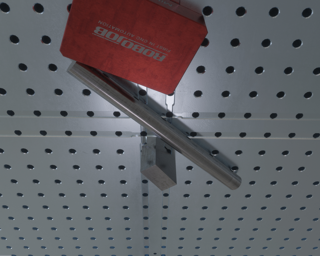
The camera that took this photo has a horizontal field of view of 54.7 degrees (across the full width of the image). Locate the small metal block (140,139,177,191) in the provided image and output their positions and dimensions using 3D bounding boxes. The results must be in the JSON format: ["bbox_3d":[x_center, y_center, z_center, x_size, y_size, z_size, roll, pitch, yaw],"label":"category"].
[{"bbox_3d":[-0.002,0.052,0.440,0.025,0.050,0.050,-29,125,22],"label":"small metal block"}]

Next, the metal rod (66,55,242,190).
[{"bbox_3d":[0.010,0.006,0.417,0.301,0.025,0.025,36,121,-27],"label":"metal rod"}]

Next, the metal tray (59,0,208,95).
[{"bbox_3d":[-0.028,-0.097,0.326,0.131,0.030,0.089,19,128,-16],"label":"metal tray"}]
